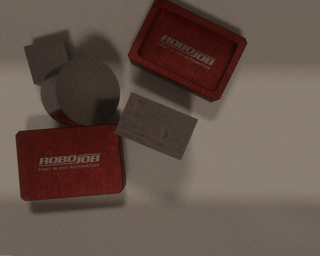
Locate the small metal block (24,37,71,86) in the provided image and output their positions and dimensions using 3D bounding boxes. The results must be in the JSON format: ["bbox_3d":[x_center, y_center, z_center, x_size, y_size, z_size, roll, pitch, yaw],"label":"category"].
[{"bbox_3d":[-0.144,-0.087,0.409,0.050,0.025,0.050,-15,90,-1],"label":"small metal block"}]

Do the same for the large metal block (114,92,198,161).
[{"bbox_3d":[-0.004,-0.002,0.384,0.080,0.080,0.050,22,90,-1],"label":"large metal block"}]

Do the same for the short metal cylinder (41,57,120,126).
[{"bbox_3d":[-0.097,-0.042,0.378,0.081,0.050,0.079,0,89,-38],"label":"short metal cylinder"}]

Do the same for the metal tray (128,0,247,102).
[{"bbox_3d":[0.035,-0.101,0.409,0.131,0.030,0.090,26,90,-1],"label":"metal tray"}]

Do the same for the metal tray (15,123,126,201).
[{"bbox_3d":[-0.115,0.043,0.407,0.131,0.030,0.089,-5,90,-1],"label":"metal tray"}]
